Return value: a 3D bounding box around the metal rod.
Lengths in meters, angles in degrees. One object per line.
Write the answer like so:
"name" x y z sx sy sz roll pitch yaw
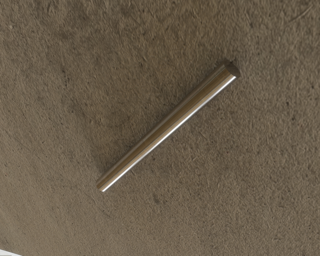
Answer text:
"metal rod" -0.009 0.015 0.422 0.025 0.025 0.299 45 129 -3
